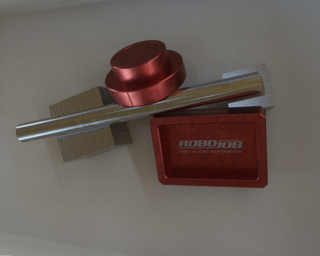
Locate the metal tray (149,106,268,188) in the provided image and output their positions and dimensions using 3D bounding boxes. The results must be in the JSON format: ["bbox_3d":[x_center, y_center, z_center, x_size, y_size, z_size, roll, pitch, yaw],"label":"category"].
[{"bbox_3d":[0.059,0.023,0.370,0.130,0.030,0.089,-2,109,19],"label":"metal tray"}]

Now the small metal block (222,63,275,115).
[{"bbox_3d":[0.106,-0.045,0.371,0.050,0.025,0.050,-12,86,19],"label":"small metal block"}]

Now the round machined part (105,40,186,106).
[{"bbox_3d":[-0.021,-0.072,0.374,0.098,0.098,0.042,-5,129,19],"label":"round machined part"}]

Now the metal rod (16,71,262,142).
[{"bbox_3d":[-0.034,-0.022,0.372,0.301,0.025,0.025,-11,86,12],"label":"metal rod"}]

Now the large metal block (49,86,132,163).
[{"bbox_3d":[-0.095,-0.004,0.427,0.080,0.050,0.080,-19,84,18],"label":"large metal block"}]
